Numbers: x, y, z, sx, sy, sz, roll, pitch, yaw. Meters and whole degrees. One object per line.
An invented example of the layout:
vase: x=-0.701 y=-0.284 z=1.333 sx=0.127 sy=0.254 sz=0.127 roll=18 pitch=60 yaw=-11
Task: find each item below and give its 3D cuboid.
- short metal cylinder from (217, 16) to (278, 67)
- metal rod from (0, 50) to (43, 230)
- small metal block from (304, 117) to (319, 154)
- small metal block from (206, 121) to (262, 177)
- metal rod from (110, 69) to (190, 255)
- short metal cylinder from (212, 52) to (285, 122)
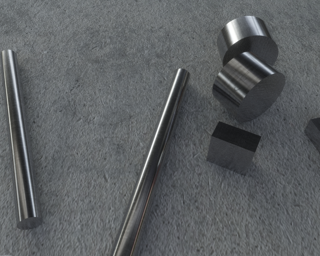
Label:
short metal cylinder: x=0.131 y=-0.120 z=0.469 sx=0.081 sy=0.080 sz=0.050 roll=-3 pitch=50 yaw=-2
metal rod: x=-0.188 y=-0.009 z=0.408 sx=0.025 sy=0.025 sz=0.300 roll=-17 pitch=52 yaw=-14
small metal block: x=0.224 y=0.011 z=0.396 sx=0.050 sy=0.025 sz=0.050 roll=-11 pitch=51 yaw=-10
small metal block: x=0.086 y=0.025 z=0.366 sx=0.050 sy=0.050 sz=0.025 roll=21 pitch=54 yaw=17
metal rod: x=-0.004 y=0.031 z=0.376 sx=0.025 sy=0.025 sz=0.300 roll=11 pitch=51 yaw=9
short metal cylinder: x=0.118 y=-0.054 z=0.413 sx=0.081 sy=0.080 sz=0.050 roll=-26 pitch=55 yaw=-20
